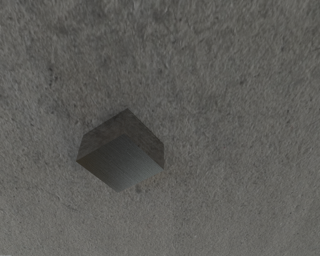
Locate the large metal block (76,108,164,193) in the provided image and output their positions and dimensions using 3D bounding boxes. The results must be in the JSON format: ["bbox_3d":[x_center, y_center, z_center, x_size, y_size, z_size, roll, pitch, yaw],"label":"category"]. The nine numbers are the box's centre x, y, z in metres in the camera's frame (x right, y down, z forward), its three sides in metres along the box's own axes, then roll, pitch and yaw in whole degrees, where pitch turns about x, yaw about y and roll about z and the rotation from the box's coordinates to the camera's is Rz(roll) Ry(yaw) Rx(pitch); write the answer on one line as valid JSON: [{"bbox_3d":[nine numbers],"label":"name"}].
[{"bbox_3d":[-0.051,0.033,0.418,0.080,0.050,0.080,-29,125,22],"label":"large metal block"}]
